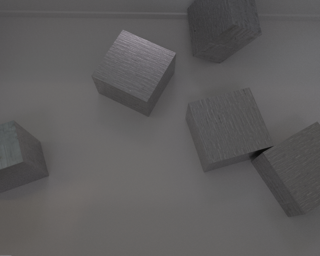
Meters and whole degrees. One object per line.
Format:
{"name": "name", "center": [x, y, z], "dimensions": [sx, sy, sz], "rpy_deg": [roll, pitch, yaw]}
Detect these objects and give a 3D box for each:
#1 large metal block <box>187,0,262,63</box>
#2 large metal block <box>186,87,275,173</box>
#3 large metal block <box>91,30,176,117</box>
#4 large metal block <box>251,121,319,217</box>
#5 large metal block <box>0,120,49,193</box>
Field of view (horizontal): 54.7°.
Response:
{"name": "large metal block", "center": [0.085, -0.147, 0.426], "dimensions": [0.050, 0.080, 0.080], "rpy_deg": [6, 69, -31]}
{"name": "large metal block", "center": [0.085, 0.003, 0.396], "dimensions": [0.081, 0.050, 0.080], "rpy_deg": [-15, 71, -6]}
{"name": "large metal block", "center": [-0.033, -0.074, 0.423], "dimensions": [0.080, 0.050, 0.080], "rpy_deg": [26, 72, 9]}
{"name": "large metal block", "center": [0.174, 0.051, 0.379], "dimensions": [0.080, 0.050, 0.080], "rpy_deg": [-28, 73, -10]}
{"name": "large metal block", "center": [-0.190, 0.040, 0.364], "dimensions": [0.080, 0.080, 0.050], "rpy_deg": [-19, 71, -7]}
